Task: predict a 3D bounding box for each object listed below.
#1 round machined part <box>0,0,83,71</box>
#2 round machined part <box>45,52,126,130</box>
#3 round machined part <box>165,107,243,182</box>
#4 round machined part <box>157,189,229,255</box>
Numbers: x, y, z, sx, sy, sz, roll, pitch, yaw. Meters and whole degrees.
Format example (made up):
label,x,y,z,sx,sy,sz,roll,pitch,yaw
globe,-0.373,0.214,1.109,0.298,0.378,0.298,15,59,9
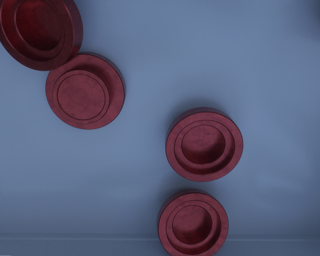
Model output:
label,x,y,z,sx,sy,sz,roll,pitch,yaw
round machined part,-0.131,-0.117,0.348,0.098,0.042,0.097,7,119,13
round machined part,-0.093,-0.043,0.385,0.099,0.042,0.097,0,110,-1
round machined part,0.056,0.019,0.410,0.099,0.042,0.097,0,110,-1
round machined part,0.044,0.135,0.443,0.099,0.042,0.097,0,94,-7
